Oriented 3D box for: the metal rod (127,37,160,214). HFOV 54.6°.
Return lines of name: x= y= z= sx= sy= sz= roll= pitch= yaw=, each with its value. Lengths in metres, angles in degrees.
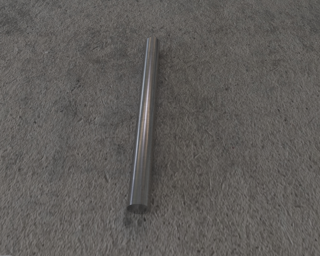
metal rod: x=-0.018 y=-0.028 z=0.426 sx=0.025 sy=0.025 sz=0.300 roll=2 pitch=50 yaw=1
